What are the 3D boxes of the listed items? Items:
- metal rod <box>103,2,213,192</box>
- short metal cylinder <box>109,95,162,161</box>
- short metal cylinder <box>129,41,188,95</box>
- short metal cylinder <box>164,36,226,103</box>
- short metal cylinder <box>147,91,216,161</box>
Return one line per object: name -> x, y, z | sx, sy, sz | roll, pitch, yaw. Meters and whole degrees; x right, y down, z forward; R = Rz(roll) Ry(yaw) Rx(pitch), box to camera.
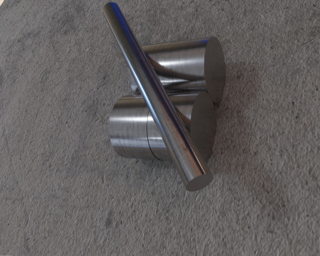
metal rod -> -0.018, -0.061, 0.349 | 0.025, 0.025, 0.300 | -32, 52, 8
short metal cylinder -> -0.017, -0.001, 0.380 | 0.050, 0.080, 0.080 | 1, 62, 29
short metal cylinder -> 0.002, -0.072, 0.414 | 0.050, 0.080, 0.080 | 1, 62, 29
short metal cylinder -> 0.046, -0.071, 0.390 | 0.050, 0.080, 0.080 | 1, 62, 29
short metal cylinder -> 0.028, -0.001, 0.357 | 0.050, 0.080, 0.080 | 1, 62, 29
